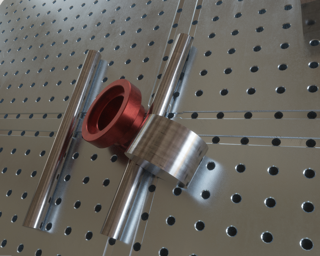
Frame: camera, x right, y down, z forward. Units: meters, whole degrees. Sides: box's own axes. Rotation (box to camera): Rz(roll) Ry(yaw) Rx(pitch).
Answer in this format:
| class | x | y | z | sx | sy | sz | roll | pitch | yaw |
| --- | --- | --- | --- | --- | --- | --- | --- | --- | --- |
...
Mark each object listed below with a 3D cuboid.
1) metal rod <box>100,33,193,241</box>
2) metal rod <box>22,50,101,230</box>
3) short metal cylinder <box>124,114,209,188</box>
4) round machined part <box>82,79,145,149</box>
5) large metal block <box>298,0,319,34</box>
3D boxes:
| class | x | y | z | sx | sy | sz | roll | pitch | yaw |
| --- | --- | --- | --- | --- | --- | --- | --- | --- | --- |
| metal rod | -0.010 | -0.004 | 0.414 | 0.025 | 0.025 | 0.300 | 7 | 65 | 31 |
| metal rod | -0.144 | 0.002 | 0.479 | 0.025 | 0.025 | 0.299 | -2 | 60 | 27 |
| short metal cylinder | 0.007 | 0.027 | 0.351 | 0.080 | 0.080 | 0.050 | 20 | 72 | 35 |
| round machined part | -0.059 | -0.015 | 0.424 | 0.098 | 0.042 | 0.098 | -30 | 41 | 31 |
| large metal block | 0.216 | -0.173 | 0.385 | 0.080 | 0.050 | 0.080 | -7 | 59 | 24 |
